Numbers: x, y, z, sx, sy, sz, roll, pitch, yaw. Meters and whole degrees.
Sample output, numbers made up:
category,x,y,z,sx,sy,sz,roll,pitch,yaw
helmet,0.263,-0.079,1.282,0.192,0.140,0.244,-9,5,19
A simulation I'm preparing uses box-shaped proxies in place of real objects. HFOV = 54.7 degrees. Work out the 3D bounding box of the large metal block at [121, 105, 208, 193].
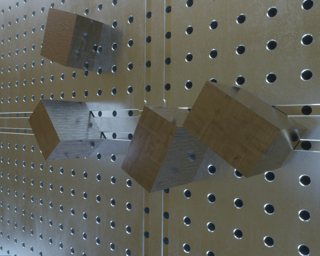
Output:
category,x,y,z,sx,sy,sz,roll,pitch,yaw
large metal block,0.012,0.022,0.362,0.050,0.081,0.079,34,111,34

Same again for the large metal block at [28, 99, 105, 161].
category,x,y,z,sx,sy,sz,roll,pitch,yaw
large metal block,-0.149,0.003,0.493,0.050,0.081,0.080,-47,62,30

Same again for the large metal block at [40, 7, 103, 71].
category,x,y,z,sx,sy,sz,roll,pitch,yaw
large metal block,-0.147,-0.146,0.512,0.080,0.050,0.079,26,106,36

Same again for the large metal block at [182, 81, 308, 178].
category,x,y,z,sx,sy,sz,roll,pitch,yaw
large metal block,0.084,-0.001,0.303,0.080,0.081,0.050,41,115,32
